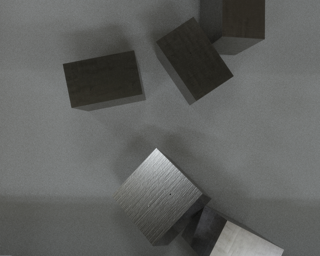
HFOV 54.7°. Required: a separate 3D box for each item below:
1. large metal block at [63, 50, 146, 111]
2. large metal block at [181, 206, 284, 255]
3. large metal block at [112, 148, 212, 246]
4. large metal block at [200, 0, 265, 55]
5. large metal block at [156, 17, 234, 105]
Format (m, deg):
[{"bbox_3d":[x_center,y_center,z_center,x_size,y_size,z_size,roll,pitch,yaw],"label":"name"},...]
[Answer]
[{"bbox_3d":[-0.063,-0.055,0.383,0.080,0.080,0.050,-11,90,0],"label":"large metal block"},{"bbox_3d":[0.083,0.138,0.374,0.080,0.080,0.050,30,84,-14],"label":"large metal block"},{"bbox_3d":[0.003,0.086,0.383,0.080,0.050,0.080,-47,62,0],"label":"large metal block"},{"bbox_3d":[0.086,-0.139,0.380,0.050,0.080,0.080,0,90,-10],"label":"large metal block"},{"bbox_3d":[0.039,-0.077,0.384,0.050,0.080,0.080,-34,90,0],"label":"large metal block"}]
